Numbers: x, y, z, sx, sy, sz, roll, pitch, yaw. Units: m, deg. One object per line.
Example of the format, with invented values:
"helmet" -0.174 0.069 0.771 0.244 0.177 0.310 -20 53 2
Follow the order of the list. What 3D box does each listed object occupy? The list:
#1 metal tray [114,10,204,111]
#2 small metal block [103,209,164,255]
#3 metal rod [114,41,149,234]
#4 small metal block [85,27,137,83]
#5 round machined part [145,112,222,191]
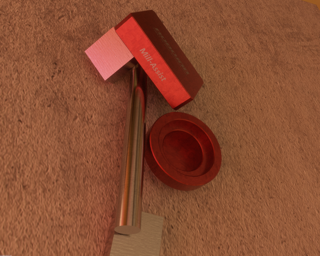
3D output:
"metal tray" 0.004 -0.096 0.422 0.130 0.030 0.090 53 27 -9
"small metal block" -0.027 0.114 0.321 0.050 0.025 0.050 20 54 -17
"metal rod" -0.029 -0.022 0.385 0.025 0.025 0.300 17 50 -19
"small metal block" -0.062 -0.095 0.411 0.050 0.050 0.025 55 11 10
"round machined part" 0.024 0.032 0.388 0.099 0.042 0.098 14 56 -21
